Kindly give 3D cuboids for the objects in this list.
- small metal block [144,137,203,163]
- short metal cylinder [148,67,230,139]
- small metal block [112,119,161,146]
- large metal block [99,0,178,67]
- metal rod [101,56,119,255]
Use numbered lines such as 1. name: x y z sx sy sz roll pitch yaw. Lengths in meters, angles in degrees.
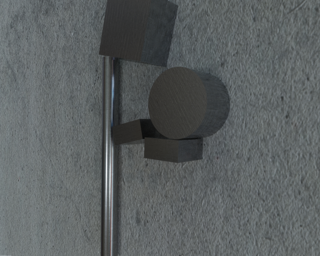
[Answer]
1. small metal block: 0.017 0.025 0.373 0.050 0.050 0.025 4 92 39
2. short metal cylinder: 0.033 -0.028 0.360 0.080 0.050 0.079 0 90 39
3. small metal block: -0.026 0.006 0.408 0.050 0.050 0.025 -14 81 39
4. large metal block: -0.030 -0.129 0.411 0.080 0.050 0.079 18 101 38
5. metal rod: -0.075 0.044 0.464 0.025 0.025 0.298 1 91 39
